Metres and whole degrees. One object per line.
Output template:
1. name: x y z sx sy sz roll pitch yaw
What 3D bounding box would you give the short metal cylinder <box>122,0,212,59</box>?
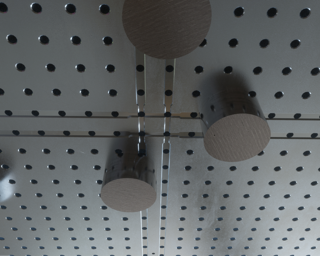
1. short metal cylinder: 0.006 -0.114 0.298 0.081 0.050 0.079 -1 130 0

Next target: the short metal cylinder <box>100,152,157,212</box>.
1. short metal cylinder: -0.045 0.082 0.465 0.081 0.050 0.079 -1 130 0

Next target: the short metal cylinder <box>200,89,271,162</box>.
1. short metal cylinder: 0.093 -0.002 0.395 0.081 0.050 0.079 -1 130 0
